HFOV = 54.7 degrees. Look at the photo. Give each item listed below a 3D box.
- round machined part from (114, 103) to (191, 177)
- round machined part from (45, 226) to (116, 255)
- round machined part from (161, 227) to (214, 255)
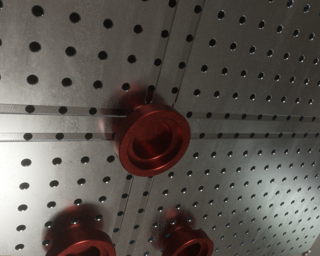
[{"bbox_3d":[-0.013,0.012,0.402,0.099,0.042,0.097,-14,125,-21],"label":"round machined part"},{"bbox_3d":[-0.118,0.184,0.451,0.099,0.042,0.097,-14,125,-21],"label":"round machined part"},{"bbox_3d":[0.045,0.221,0.564,0.099,0.042,0.097,-14,125,-21],"label":"round machined part"}]
